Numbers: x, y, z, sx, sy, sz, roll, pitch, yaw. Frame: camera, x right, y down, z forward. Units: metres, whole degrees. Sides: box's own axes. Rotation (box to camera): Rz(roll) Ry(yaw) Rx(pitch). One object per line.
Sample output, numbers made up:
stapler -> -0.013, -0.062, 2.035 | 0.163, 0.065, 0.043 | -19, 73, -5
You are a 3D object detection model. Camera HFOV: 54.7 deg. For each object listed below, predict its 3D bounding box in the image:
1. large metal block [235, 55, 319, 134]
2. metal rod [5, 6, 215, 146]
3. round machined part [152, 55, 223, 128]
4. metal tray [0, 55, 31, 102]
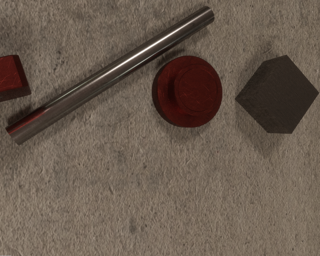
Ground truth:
large metal block -> 0.174, -0.048, 0.462 | 0.080, 0.050, 0.080 | 42, 77, -16
metal rod -> -0.049, -0.075, 0.391 | 0.301, 0.025, 0.025 | -36, 102, -17
round machined part -> 0.042, -0.049, 0.417 | 0.099, 0.042, 0.097 | 0, 90, -21
metal tray -> -0.198, -0.035, 0.301 | 0.131, 0.090, 0.030 | -18, 97, -20
